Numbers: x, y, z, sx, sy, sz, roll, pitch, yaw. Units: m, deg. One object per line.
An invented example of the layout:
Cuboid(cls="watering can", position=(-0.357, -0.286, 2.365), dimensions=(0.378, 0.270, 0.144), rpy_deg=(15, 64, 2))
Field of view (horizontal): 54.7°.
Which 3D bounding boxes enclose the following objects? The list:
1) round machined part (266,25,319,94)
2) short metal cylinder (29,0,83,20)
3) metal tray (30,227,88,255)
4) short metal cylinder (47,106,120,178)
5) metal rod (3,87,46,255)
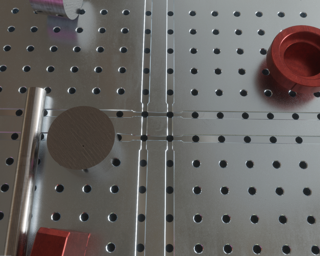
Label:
Cuboid(cls="round machined part", position=(0.199, -0.092, 0.437), dimensions=(0.099, 0.042, 0.098), rpy_deg=(0, 70, 0))
Cuboid(cls="short metal cylinder", position=(-0.151, -0.205, 0.456), dimensions=(0.050, 0.080, 0.080), rpy_deg=(11, 70, 4))
Cuboid(cls="metal tray", position=(-0.112, 0.171, 0.313), dimensions=(0.030, 0.090, 0.130), rpy_deg=(9, 70, 3))
Cuboid(cls="short metal cylinder", position=(-0.094, 0.019, 0.391), dimensions=(0.081, 0.050, 0.080), rpy_deg=(0, 70, 0))
Cuboid(cls="metal rod", position=(-0.168, 0.089, 0.377), dimensions=(0.025, 0.025, 0.299), rpy_deg=(-1, 70, 0))
